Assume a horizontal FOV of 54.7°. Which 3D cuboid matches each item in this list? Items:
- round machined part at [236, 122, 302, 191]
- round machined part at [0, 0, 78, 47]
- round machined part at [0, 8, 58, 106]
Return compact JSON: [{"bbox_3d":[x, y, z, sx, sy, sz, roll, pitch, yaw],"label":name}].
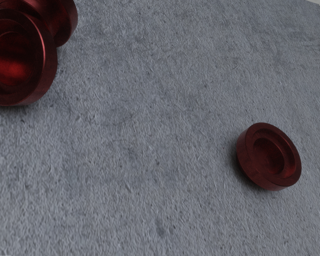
[{"bbox_3d":[0.150,0.044,0.446,0.099,0.042,0.098,14,56,-21],"label":"round machined part"},{"bbox_3d":[-0.150,-0.130,0.356,0.098,0.097,0.042,25,53,-13],"label":"round machined part"},{"bbox_3d":[-0.151,-0.072,0.332,0.098,0.098,0.042,52,16,8],"label":"round machined part"}]
